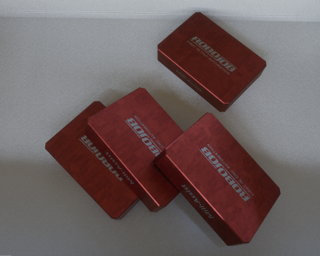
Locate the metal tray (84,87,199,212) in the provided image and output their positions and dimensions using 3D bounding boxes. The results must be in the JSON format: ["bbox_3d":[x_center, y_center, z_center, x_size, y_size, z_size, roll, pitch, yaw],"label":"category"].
[{"bbox_3d":[-0.015,0.023,0.374,0.091,0.030,0.130,-37,82,-33],"label":"metal tray"}]

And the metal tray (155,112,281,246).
[{"bbox_3d":[0.069,0.056,0.357,0.130,0.030,0.091,49,54,3],"label":"metal tray"}]

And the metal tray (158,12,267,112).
[{"bbox_3d":[0.071,-0.096,0.443,0.130,0.030,0.090,42,75,13],"label":"metal tray"}]

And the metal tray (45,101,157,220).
[{"bbox_3d":[-0.067,0.039,0.392,0.130,0.030,0.090,42,75,13],"label":"metal tray"}]
